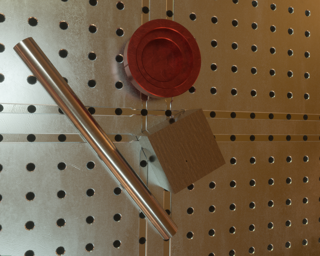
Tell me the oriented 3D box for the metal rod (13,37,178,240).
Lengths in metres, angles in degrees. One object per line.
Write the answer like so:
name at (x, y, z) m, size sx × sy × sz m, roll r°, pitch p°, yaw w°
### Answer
metal rod at (-0.072, 0.022, 0.386) m, size 0.025 × 0.025 × 0.299 m, roll -39°, pitch 103°, yaw -16°

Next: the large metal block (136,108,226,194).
large metal block at (0.027, 0.028, 0.409) m, size 0.081 × 0.050 × 0.080 m, roll -28°, pitch 99°, yaw -18°

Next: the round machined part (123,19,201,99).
round machined part at (0.000, -0.087, 0.403) m, size 0.099 × 0.042 × 0.097 m, roll 0°, pitch 90°, yaw -20°
